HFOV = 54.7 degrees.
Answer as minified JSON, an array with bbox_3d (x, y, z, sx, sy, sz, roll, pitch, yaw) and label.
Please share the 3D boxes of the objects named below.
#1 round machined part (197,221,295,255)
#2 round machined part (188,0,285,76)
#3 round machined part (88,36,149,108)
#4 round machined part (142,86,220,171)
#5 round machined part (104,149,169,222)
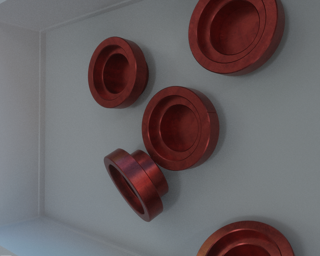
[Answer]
[{"bbox_3d":[0.086,0.143,0.301,0.098,0.098,0.042,-6,126,39],"label":"round machined part"},{"bbox_3d":[0.082,-0.103,0.327,0.098,0.042,0.097,0,90,39],"label":"round machined part"},{"bbox_3d":[-0.055,-0.076,0.439,0.098,0.042,0.097,0,90,39],"label":"round machined part"},{"bbox_3d":[0.028,0.000,0.371,0.098,0.042,0.097,0,90,39],"label":"round machined part"},{"bbox_3d":[-0.026,0.067,0.395,0.098,0.042,0.097,44,155,28],"label":"round machined part"}]
